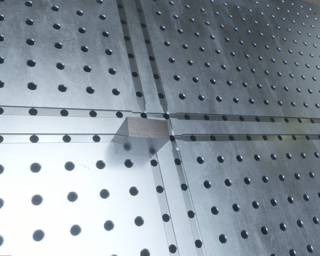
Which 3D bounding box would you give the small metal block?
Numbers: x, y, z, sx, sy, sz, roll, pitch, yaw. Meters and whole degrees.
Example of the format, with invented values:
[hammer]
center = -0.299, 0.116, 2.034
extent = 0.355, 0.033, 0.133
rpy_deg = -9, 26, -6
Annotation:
[small metal block]
center = -0.023, 0.012, 0.372
extent = 0.050, 0.050, 0.025
rpy_deg = 6, 59, -25
